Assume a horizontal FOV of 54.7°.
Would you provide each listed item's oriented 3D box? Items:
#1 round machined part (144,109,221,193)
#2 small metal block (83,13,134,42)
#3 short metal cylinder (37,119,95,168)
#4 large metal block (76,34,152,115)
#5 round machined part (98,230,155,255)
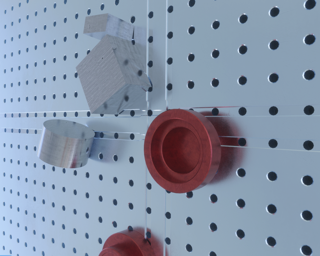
[{"bbox_3d":[0.030,0.026,0.373,0.098,0.042,0.097,0,90,40],"label":"round machined part"},{"bbox_3d":[-0.075,-0.144,0.454,0.050,0.050,0.025,10,92,40],"label":"small metal block"},{"bbox_3d":[-0.151,0.024,0.498,0.080,0.081,0.050,29,108,36],"label":"short metal cylinder"},{"bbox_3d":[-0.069,-0.074,0.450,0.080,0.050,0.080,-34,69,35],"label":"large metal block"},{"bbox_3d":[-0.053,0.200,0.442,0.098,0.042,0.097,0,90,40],"label":"round machined part"}]
